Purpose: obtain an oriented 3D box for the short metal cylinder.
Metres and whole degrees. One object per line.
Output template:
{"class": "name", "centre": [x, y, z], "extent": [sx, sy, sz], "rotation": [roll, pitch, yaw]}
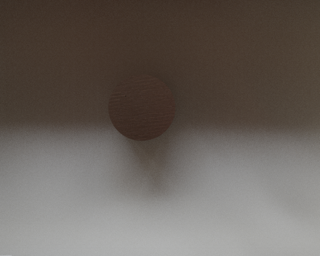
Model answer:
{"class": "short metal cylinder", "centre": [-0.022, -0.025, 0.397], "extent": [0.080, 0.050, 0.080], "rotation": [0, 90, 0]}
